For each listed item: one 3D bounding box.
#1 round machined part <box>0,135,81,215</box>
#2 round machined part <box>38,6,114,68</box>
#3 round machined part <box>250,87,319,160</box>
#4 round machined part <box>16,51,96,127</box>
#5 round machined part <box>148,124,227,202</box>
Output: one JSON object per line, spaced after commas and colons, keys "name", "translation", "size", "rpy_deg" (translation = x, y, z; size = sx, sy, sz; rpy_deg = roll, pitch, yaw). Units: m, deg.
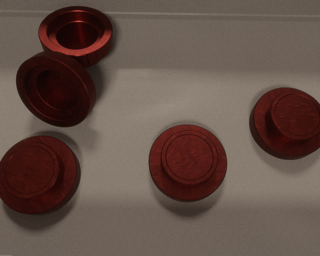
{"name": "round machined part", "translation": [-0.152, 0.055, 0.379], "size": [0.099, 0.042, 0.098], "rpy_deg": [0, 70, -1]}
{"name": "round machined part", "translation": [-0.115, -0.123, 0.438], "size": [0.099, 0.042, 0.098], "rpy_deg": [2, 59, -4]}
{"name": "round machined part", "translation": [0.172, -0.010, 0.407], "size": [0.099, 0.042, 0.098], "rpy_deg": [0, 70, -1]}
{"name": "round machined part", "translation": [-0.128, -0.053, 0.399], "size": [0.098, 0.097, 0.042], "rpy_deg": [16, 36, 5]}
{"name": "round machined part", "translation": [0.035, 0.041, 0.386], "size": [0.099, 0.042, 0.098], "rpy_deg": [0, 70, -1]}
